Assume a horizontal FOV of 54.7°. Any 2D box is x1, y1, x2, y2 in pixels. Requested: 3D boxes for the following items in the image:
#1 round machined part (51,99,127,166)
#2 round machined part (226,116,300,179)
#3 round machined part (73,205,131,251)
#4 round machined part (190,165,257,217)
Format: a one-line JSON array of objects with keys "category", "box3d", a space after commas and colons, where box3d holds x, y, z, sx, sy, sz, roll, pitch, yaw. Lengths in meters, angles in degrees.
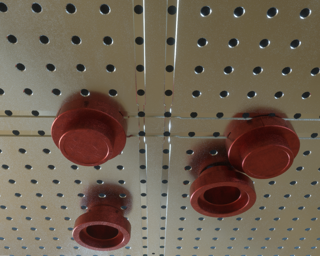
[{"category": "round machined part", "box3d": [-0.094, 0.013, 0.410, 0.099, 0.042, 0.097, -1, 130, 0]}, {"category": "round machined part", "box3d": [0.145, 0.034, 0.432, 0.099, 0.042, 0.097, -1, 130, 0]}, {"category": "round machined part", "box3d": [-0.100, 0.173, 0.547, 0.099, 0.042, 0.097, -1, 130, 0]}, {"category": "round machined part", "box3d": [0.095, 0.095, 0.481, 0.099, 0.042, 0.097, 1, 134, 1]}]
